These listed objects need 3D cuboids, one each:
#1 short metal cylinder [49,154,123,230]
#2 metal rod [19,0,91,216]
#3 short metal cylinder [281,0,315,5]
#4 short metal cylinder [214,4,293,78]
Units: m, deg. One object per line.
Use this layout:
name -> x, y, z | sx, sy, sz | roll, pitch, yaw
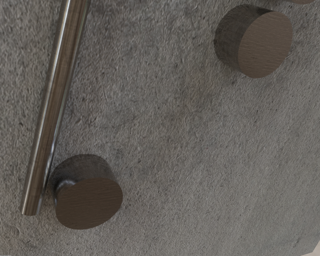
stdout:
short metal cylinder -> -0.093, 0.079, 0.389 | 0.081, 0.050, 0.079 | -14, 124, -21
metal rod -> -0.111, -0.031, 0.326 | 0.025, 0.025, 0.298 | 7, 115, -32
short metal cylinder -> 0.158, -0.190, 0.359 | 0.081, 0.050, 0.079 | -14, 124, -21
short metal cylinder -> 0.115, -0.108, 0.387 | 0.081, 0.050, 0.079 | -14, 124, -21
